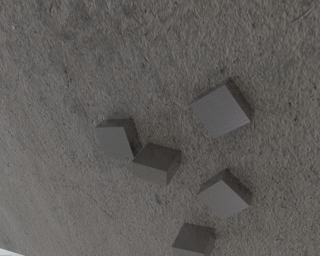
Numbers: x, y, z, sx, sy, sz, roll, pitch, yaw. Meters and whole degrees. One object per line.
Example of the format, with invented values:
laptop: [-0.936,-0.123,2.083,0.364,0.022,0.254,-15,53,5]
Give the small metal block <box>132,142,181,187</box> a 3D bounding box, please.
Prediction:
small metal block: [-0.004,0.048,0.423,0.050,0.050,0.025,13,124,21]

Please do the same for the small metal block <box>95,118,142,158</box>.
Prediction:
small metal block: [-0.059,0.015,0.448,0.050,0.025,0.050,-2,118,29]

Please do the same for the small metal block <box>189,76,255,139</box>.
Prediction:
small metal block: [0.071,-0.022,0.355,0.050,0.025,0.050,-30,102,37]

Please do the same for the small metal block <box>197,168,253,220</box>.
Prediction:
small metal block: [0.087,0.090,0.416,0.050,0.025,0.050,44,129,-3]

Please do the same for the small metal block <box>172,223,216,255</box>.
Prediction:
small metal block: [0.053,0.176,0.472,0.050,0.050,0.025,1,119,27]
